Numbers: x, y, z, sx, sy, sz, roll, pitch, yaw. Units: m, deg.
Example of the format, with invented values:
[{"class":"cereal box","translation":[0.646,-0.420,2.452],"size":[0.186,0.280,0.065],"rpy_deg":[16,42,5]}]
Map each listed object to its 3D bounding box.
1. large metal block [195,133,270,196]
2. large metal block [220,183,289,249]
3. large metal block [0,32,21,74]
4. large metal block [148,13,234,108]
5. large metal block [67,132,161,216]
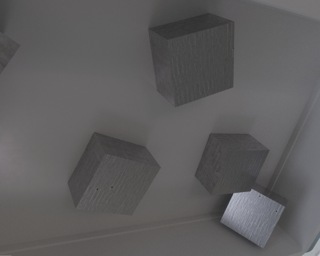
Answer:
[{"class":"large metal block","translation":[0.112,0.056,0.488],"size":[0.081,0.050,0.079],"rpy_deg":[2,118,-29]},{"class":"large metal block","translation":[0.163,0.144,0.536],"size":[0.050,0.080,0.080],"rpy_deg":[0,115,-62]},{"class":"large metal block","translation":[-0.165,-0.070,0.233],"size":[0.080,0.080,0.050],"rpy_deg":[35,85,-39]},{"class":"large metal block","translation":[0.038,-0.081,0.363],"size":[0.081,0.050,0.080],"rpy_deg":[-20,126,-17]},{"class":"large metal block","translation":[-0.060,0.061,0.397],"size":[0.080,0.050,0.080],"rpy_deg":[19,108,-36]}]
